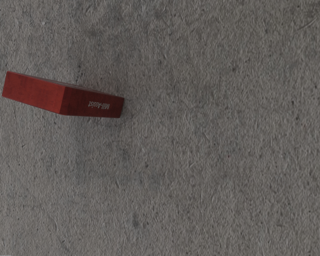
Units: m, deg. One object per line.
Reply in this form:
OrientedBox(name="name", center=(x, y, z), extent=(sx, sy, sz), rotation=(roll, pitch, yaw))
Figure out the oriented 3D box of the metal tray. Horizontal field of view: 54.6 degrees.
OrientedBox(name="metal tray", center=(-0.115, -0.039, 0.394), extent=(0.090, 0.130, 0.030), rotation=(16, 96, 19))
